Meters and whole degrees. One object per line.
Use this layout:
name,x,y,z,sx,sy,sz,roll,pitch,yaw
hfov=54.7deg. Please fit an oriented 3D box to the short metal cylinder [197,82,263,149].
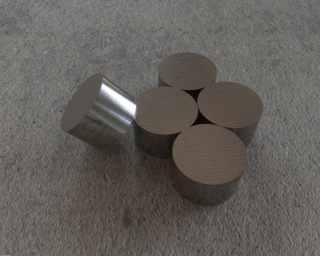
short metal cylinder,0.086,-0.015,0.401,0.080,0.050,0.080,0,50,0

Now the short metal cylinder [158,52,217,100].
short metal cylinder,0.038,-0.063,0.442,0.080,0.050,0.080,0,50,0

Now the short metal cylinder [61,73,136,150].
short metal cylinder,-0.075,-0.020,0.378,0.080,0.050,0.080,-33,39,32

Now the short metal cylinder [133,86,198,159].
short metal cylinder,0.006,-0.007,0.394,0.080,0.050,0.080,0,50,0

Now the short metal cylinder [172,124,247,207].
short metal cylinder,0.054,0.042,0.354,0.080,0.050,0.080,0,50,0
